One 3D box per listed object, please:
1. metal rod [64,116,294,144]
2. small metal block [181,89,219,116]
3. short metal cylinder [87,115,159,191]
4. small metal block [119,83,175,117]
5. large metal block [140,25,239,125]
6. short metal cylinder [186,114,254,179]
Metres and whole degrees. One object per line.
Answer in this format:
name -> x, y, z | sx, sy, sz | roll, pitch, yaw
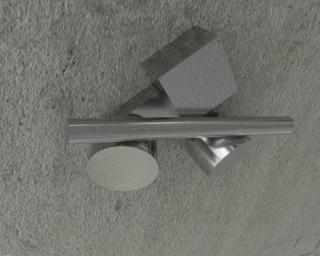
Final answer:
metal rod -> 0.045, -0.001, 0.366 | 0.303, 0.025, 0.025 | -2, 119, -28
small metal block -> 0.049, -0.017, 0.424 | 0.050, 0.025, 0.050 | -37, 129, -3
short metal cylinder -> -0.043, 0.031, 0.369 | 0.081, 0.050, 0.079 | -2, 133, -2
small metal block -> -0.015, -0.019, 0.389 | 0.050, 0.025, 0.050 | -38, 129, -4
large metal block -> 0.037, -0.061, 0.372 | 0.080, 0.050, 0.080 | -36, 129, -4
short metal cylinder -> 0.084, 0.027, 0.437 | 0.080, 0.050, 0.080 | -31, 154, -17
